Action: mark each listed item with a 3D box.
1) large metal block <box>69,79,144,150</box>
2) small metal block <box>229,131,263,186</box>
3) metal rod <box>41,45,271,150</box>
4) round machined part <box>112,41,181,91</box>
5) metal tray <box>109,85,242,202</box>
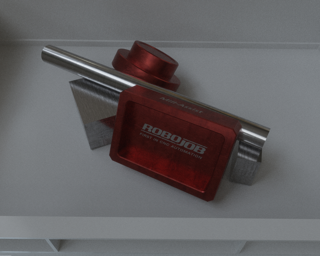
[{"bbox_3d":[-0.066,-0.028,0.409,0.081,0.050,0.080,-18,52,-15],"label":"large metal block"},{"bbox_3d":[0.101,0.031,0.362,0.025,0.050,0.050,11,51,9],"label":"small metal block"},{"bbox_3d":[-0.019,-0.044,0.374,0.301,0.025,0.025,23,54,18],"label":"metal rod"},{"bbox_3d":[-0.013,-0.087,0.431,0.098,0.042,0.098,26,20,-10],"label":"round machined part"},{"bbox_3d":[0.012,0.015,0.344,0.130,0.089,0.030,21,26,16],"label":"metal tray"}]
